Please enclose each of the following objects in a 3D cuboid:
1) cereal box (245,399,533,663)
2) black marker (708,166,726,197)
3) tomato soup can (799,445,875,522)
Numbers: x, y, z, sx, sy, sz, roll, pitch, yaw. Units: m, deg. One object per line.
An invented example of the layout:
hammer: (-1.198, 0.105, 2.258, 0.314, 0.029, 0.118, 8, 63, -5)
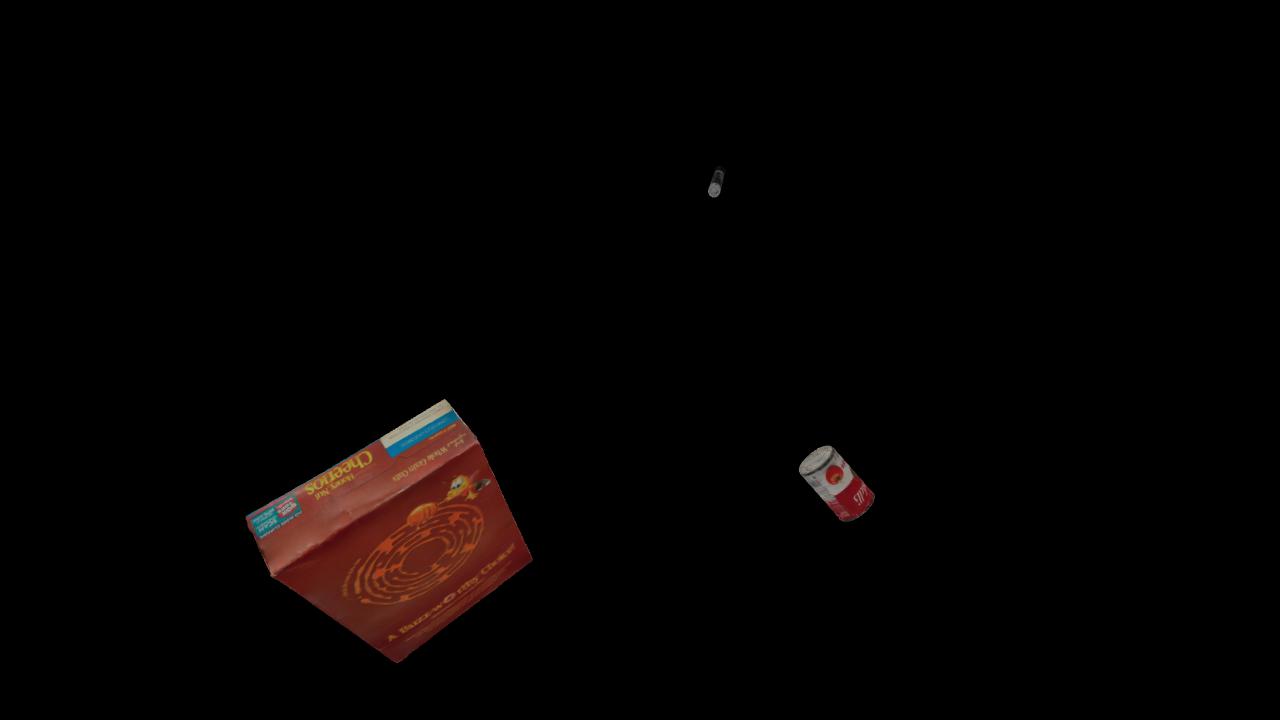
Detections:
cereal box: (-0.245, 0.200, 0.677, 0.203, 0.306, 0.081, -34, 56, -22)
black marker: (0.122, -0.284, 0.974, 0.020, 0.020, 0.121, 0, 31, 12)
tomato soup can: (0.304, 0.190, 0.954, 0.068, 0.101, 0.068, -42, 4, 3)
